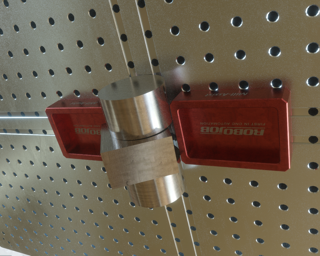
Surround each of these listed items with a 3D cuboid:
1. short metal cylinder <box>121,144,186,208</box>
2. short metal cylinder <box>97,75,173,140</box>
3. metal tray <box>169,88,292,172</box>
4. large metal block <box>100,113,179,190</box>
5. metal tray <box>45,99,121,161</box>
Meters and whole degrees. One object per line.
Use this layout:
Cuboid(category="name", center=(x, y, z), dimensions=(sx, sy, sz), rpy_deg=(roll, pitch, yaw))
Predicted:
Cuboid(category="short metal cylinder", center=(-0.008, 0.061, 0.417), dimensions=(0.080, 0.080, 0.050), rpy_deg=(2, 119, 27))
Cuboid(category="short metal cylinder", center=(-0.029, -0.027, 0.374), dimensions=(0.080, 0.080, 0.050), rpy_deg=(2, 119, 27))
Cuboid(category="metal tray", center=(0.083, 0.002, 0.365), dimensions=(0.130, 0.030, 0.089), rpy_deg=(1, 119, 27))
Cuboid(category="large metal block", center=(-0.027, 0.024, 0.386), dimensions=(0.080, 0.080, 0.050), rpy_deg=(-13, 116, -4))
Cuboid(category="metal tray", center=(-0.100, 0.004, 0.463), dimensions=(0.130, 0.030, 0.089), rpy_deg=(1, 119, 27))
